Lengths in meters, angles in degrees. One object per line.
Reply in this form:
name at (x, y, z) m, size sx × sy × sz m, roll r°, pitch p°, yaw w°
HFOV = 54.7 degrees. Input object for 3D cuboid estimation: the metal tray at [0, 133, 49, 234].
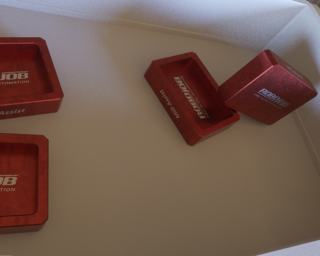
metal tray at (-0.172, 0.049, 0.279) m, size 0.131 × 0.030 × 0.090 m, roll 4°, pitch 60°, yaw -26°

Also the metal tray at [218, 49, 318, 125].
metal tray at (0.161, -0.054, 0.458) m, size 0.131 × 0.090 × 0.030 m, roll 17°, pitch 45°, yaw -40°

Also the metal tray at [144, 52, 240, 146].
metal tray at (0.047, -0.047, 0.456) m, size 0.091 × 0.030 × 0.130 m, roll -22°, pitch 74°, yaw -36°

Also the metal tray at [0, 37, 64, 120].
metal tray at (-0.183, -0.054, 0.336) m, size 0.131 × 0.030 × 0.090 m, roll -11°, pitch 67°, yaw -33°
